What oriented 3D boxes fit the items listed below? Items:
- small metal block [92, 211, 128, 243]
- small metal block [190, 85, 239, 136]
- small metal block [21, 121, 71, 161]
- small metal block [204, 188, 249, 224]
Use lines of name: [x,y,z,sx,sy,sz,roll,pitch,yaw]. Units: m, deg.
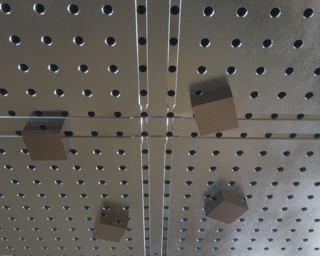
small metal block: [-0.090,0.181,0.564,0.050,0.025,0.050,17,128,-14]
small metal block: [0.069,-0.021,0.394,0.050,0.025,0.050,-14,129,11]
small metal block: [-0.154,0.018,0.426,0.050,0.025,0.050,-1,130,0]
small metal block: [0.112,0.134,0.526,0.050,0.025,0.050,23,126,-19]
